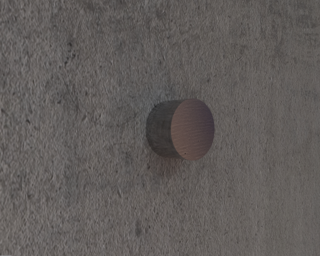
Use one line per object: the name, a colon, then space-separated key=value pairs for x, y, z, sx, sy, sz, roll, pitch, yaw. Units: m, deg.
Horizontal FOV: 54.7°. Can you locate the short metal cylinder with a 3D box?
short metal cylinder: x=0.028 y=0.002 z=0.415 sx=0.081 sy=0.050 sz=0.079 roll=0 pitch=90 yaw=-40
